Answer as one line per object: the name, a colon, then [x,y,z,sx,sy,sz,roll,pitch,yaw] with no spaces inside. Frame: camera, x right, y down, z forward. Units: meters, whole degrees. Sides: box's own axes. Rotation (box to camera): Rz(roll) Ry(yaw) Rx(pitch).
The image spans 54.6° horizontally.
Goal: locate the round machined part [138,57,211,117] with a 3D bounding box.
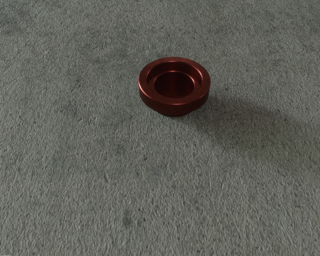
round machined part: [0.020,-0.054,0.438,0.099,0.042,0.098,0,50,0]
